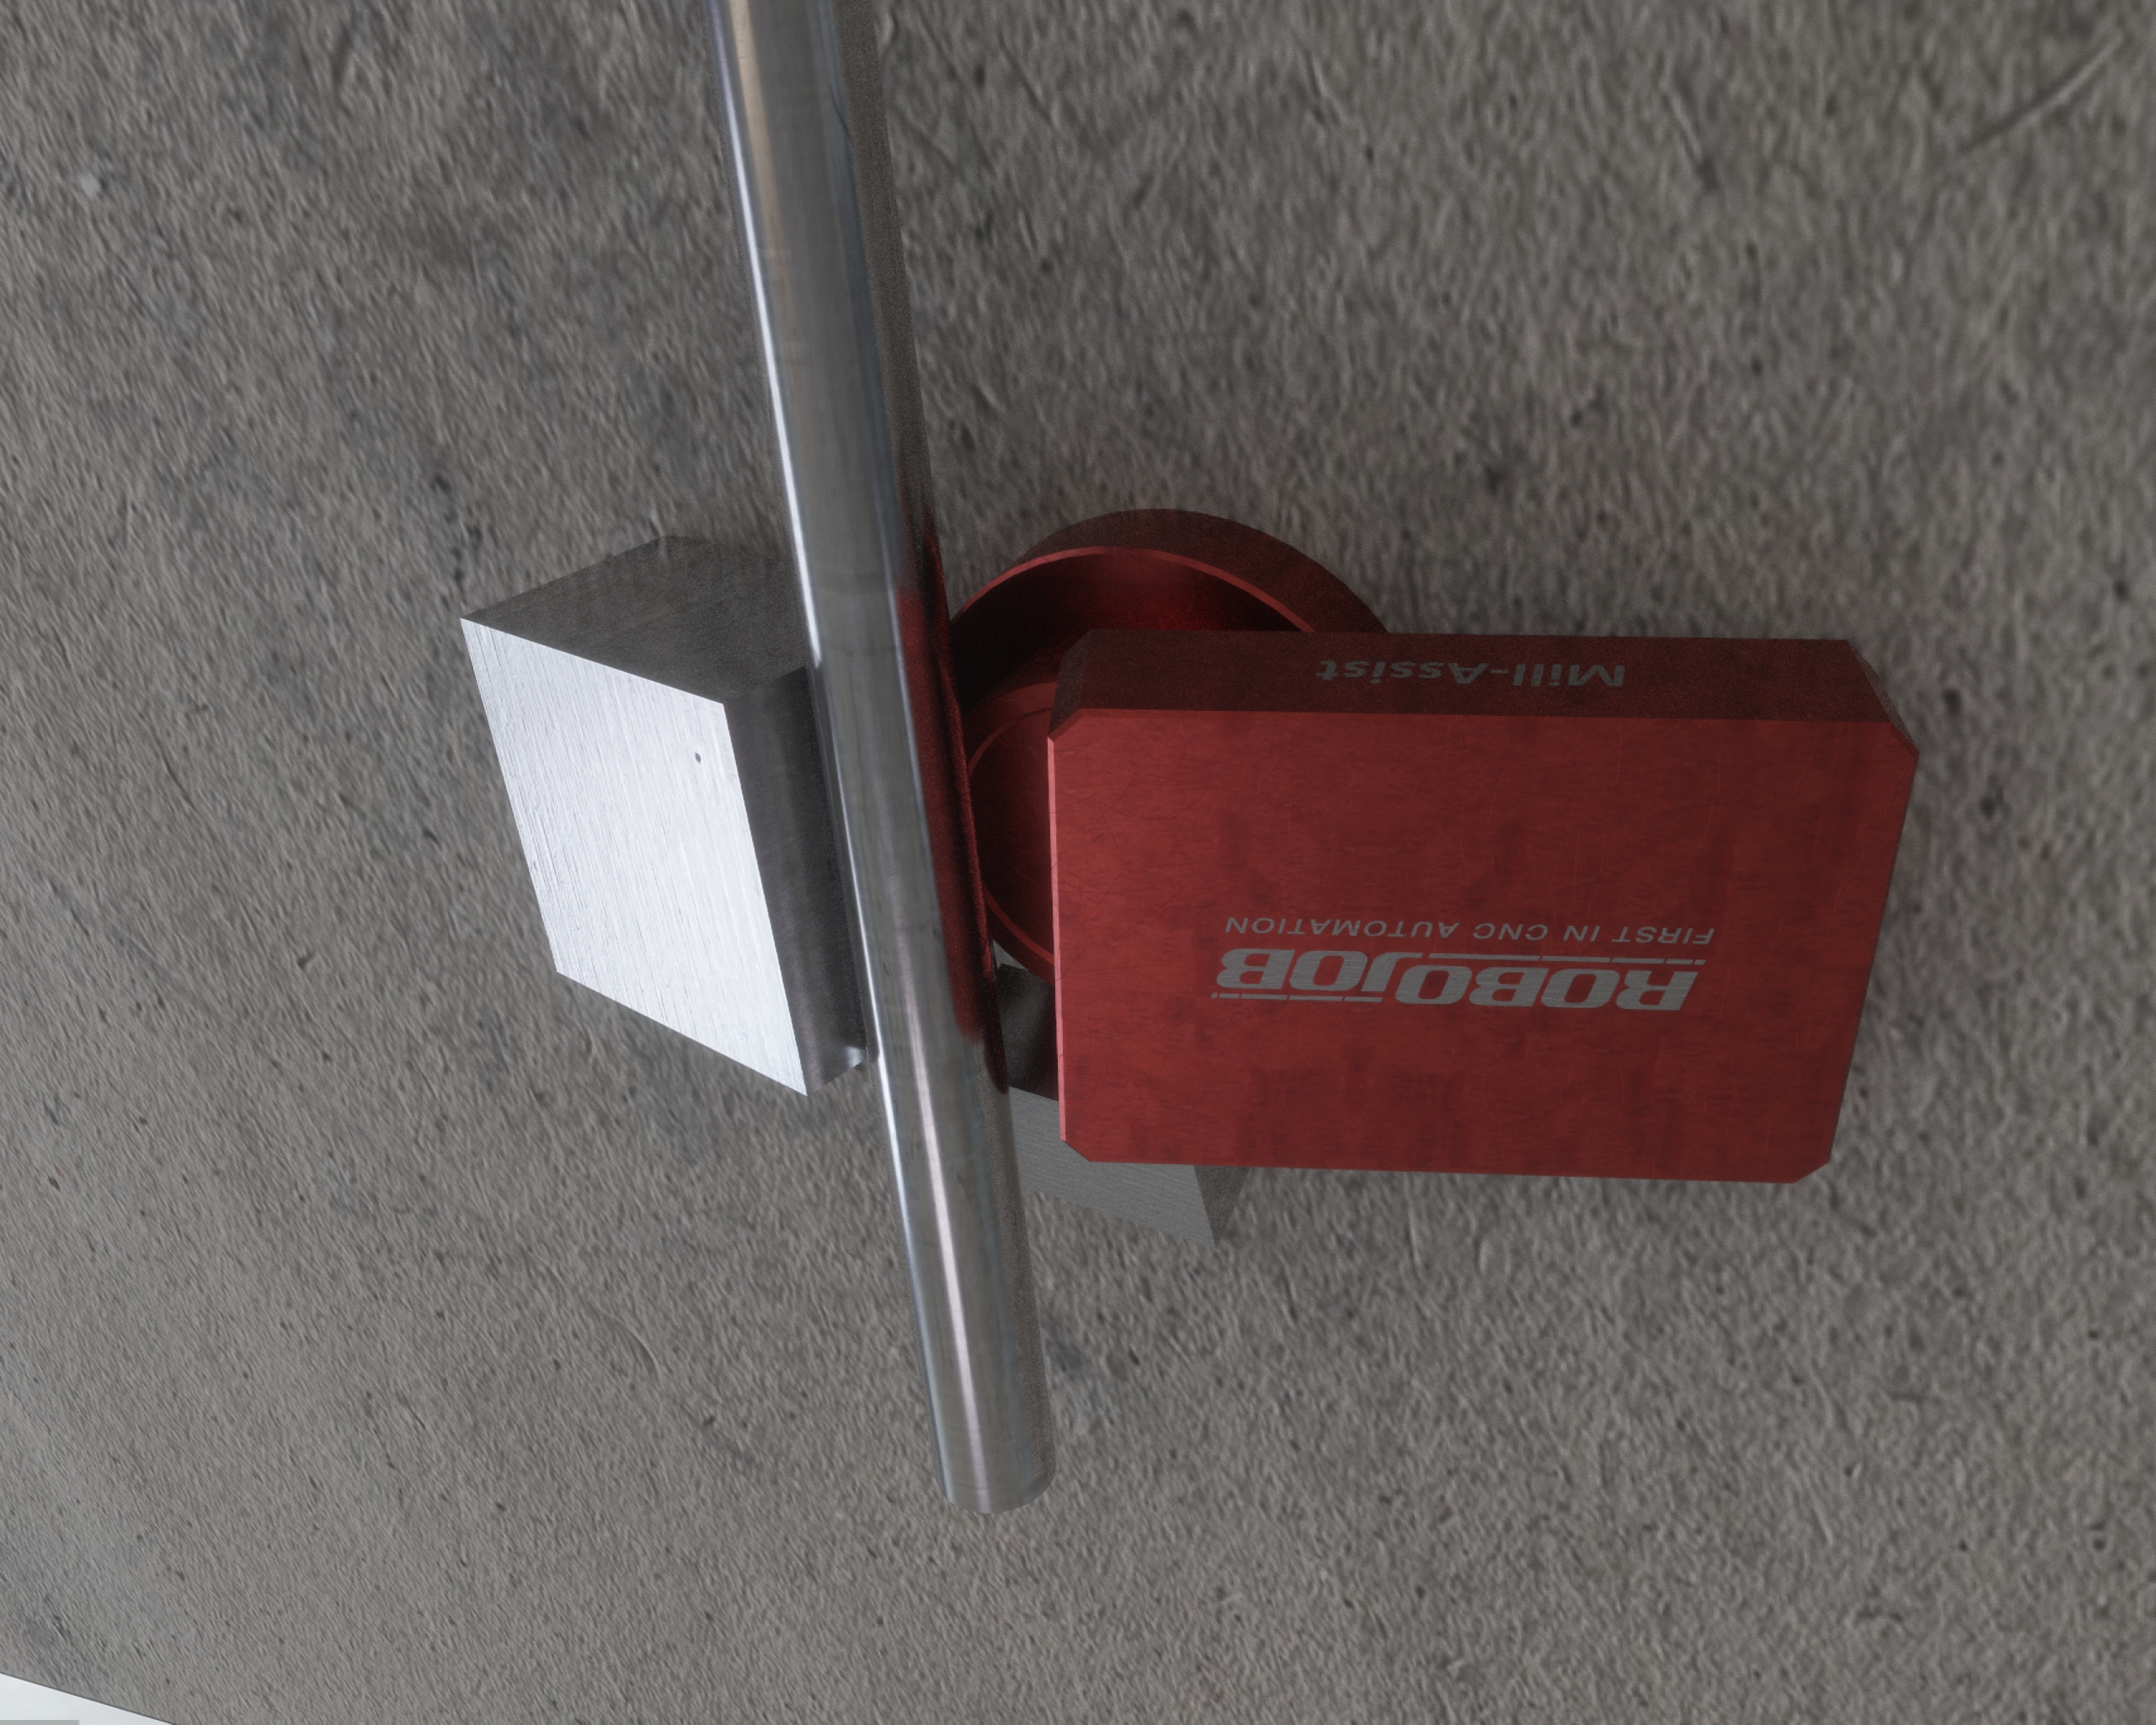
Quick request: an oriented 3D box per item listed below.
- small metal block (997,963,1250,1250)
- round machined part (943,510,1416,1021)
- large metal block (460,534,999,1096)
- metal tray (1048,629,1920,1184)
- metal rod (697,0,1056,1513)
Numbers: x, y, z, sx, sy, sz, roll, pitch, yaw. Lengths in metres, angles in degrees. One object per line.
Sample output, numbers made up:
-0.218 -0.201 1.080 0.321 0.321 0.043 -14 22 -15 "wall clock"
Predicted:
0.007 0.050 0.423 0.050 0.025 0.050 15 150 20 "small metal block"
0.013 -0.011 0.383 0.098 0.042 0.097 13 124 21 "round machined part"
-0.067 -0.012 0.405 0.080 0.050 0.079 19 128 39 "large metal block"
0.062 0.008 0.349 0.131 0.030 0.089 1 122 4 "metal tray"
-0.030 -0.006 0.366 0.025 0.025 0.298 7 120 24 "metal rod"
